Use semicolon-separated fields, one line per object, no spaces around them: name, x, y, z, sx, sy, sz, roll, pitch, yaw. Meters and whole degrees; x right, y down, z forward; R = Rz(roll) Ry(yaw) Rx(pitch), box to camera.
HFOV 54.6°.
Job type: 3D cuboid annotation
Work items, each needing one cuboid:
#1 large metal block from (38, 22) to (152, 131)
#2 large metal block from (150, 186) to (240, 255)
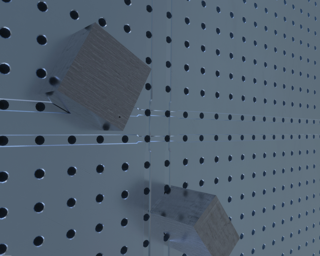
large metal block;-0.067;-0.051;0.335;0.080;0.050;0.080;35;69;-34
large metal block;0.046;0.128;0.411;0.050;0.080;0.080;-45;117;-31
